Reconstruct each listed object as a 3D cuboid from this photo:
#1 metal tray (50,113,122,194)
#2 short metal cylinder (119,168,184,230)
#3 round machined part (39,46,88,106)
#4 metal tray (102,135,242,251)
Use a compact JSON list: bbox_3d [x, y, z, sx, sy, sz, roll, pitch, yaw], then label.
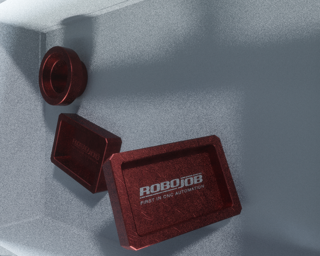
[{"bbox_3d":[-0.124,0.037,0.502,0.130,0.030,0.089,24,105,37],"label":"metal tray"},{"bbox_3d":[-0.005,0.087,0.373,0.080,0.081,0.050,-35,69,34],"label":"short metal cylinder"},{"bbox_3d":[-0.160,-0.086,0.525,0.098,0.042,0.097,0,90,39],"label":"round machined part"},{"bbox_3d":[0.015,0.062,0.324,0.030,0.131,0.090,-38,65,60],"label":"metal tray"}]
